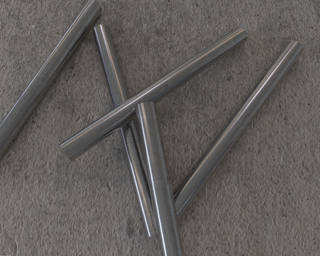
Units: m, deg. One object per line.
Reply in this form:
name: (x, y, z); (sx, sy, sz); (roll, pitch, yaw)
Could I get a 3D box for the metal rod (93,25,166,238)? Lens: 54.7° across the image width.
metal rod: (-0.046, -0.010, 0.411); (0.025, 0.025, 0.299); (-15, 71, -6)

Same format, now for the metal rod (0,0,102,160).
metal rod: (-0.166, -0.061, 0.429); (0.025, 0.025, 0.300); (25, 72, 8)

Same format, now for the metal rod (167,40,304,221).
metal rod: (0.104, -0.007, 0.411); (0.025, 0.025, 0.300); (36, 74, 12)

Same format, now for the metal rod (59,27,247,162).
metal rod: (0.005, -0.054, 0.408); (0.302, 0.025, 0.025); (-36, 74, -20)

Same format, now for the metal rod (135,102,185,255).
metal rod: (0.010, 0.116, 0.343); (0.025, 0.025, 0.299); (-10, 79, -4)
